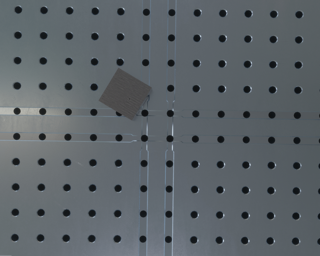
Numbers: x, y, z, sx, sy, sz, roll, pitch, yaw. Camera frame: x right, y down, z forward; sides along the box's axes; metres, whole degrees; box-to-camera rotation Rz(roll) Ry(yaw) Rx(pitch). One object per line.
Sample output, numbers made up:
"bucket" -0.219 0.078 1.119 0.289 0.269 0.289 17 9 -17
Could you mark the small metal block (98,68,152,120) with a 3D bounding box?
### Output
"small metal block" -0.045 -0.044 0.413 0.050 0.025 0.050 31 90 0
